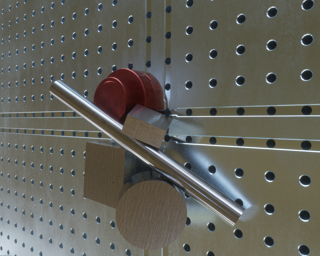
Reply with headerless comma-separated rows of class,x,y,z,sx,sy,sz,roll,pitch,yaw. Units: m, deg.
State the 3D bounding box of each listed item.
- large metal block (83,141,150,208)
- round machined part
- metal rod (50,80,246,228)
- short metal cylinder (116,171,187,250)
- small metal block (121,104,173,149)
large metal block,-0.061,0.063,0.438,0.080,0.050,0.079,6,94,39
round machined part,-0.057,-0.037,0.443,0.098,0.042,0.097,0,90,39
metal rod,-0.031,0.020,0.390,0.300,0.025,0.025,34,111,21
short metal cylinder,-0.011,0.096,0.373,0.081,0.050,0.079,0,94,-5
small metal block,-0.015,-0.004,0.391,0.050,0.050,0.025,23,111,2
